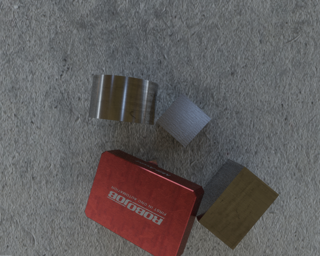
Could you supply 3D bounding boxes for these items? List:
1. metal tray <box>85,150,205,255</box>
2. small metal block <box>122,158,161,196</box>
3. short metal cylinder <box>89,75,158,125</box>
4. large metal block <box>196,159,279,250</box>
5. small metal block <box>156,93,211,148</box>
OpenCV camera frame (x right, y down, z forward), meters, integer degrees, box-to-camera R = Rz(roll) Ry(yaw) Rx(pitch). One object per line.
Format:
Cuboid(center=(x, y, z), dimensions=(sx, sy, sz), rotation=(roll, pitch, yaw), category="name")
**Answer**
Cuboid(center=(-0.022, 0.090, 0.376), dimensions=(0.130, 0.030, 0.089), rotation=(21, 99, 24), category="metal tray")
Cuboid(center=(-0.023, 0.071, 0.410), dimensions=(0.050, 0.025, 0.050), rotation=(-15, 90, 0), category="small metal block")
Cuboid(center=(-0.045, -0.033, 0.382), dimensions=(0.080, 0.080, 0.050), rotation=(7, 90, 0), category="short metal cylinder")
Cuboid(center=(0.087, 0.089, 0.383), dimensions=(0.050, 0.080, 0.080), rotation=(40, 90, -1), category="large metal block")
Cuboid(center=(0.031, -0.010, 0.410), dimensions=(0.050, 0.025, 0.050), rotation=(42, 90, 0), category="small metal block")
